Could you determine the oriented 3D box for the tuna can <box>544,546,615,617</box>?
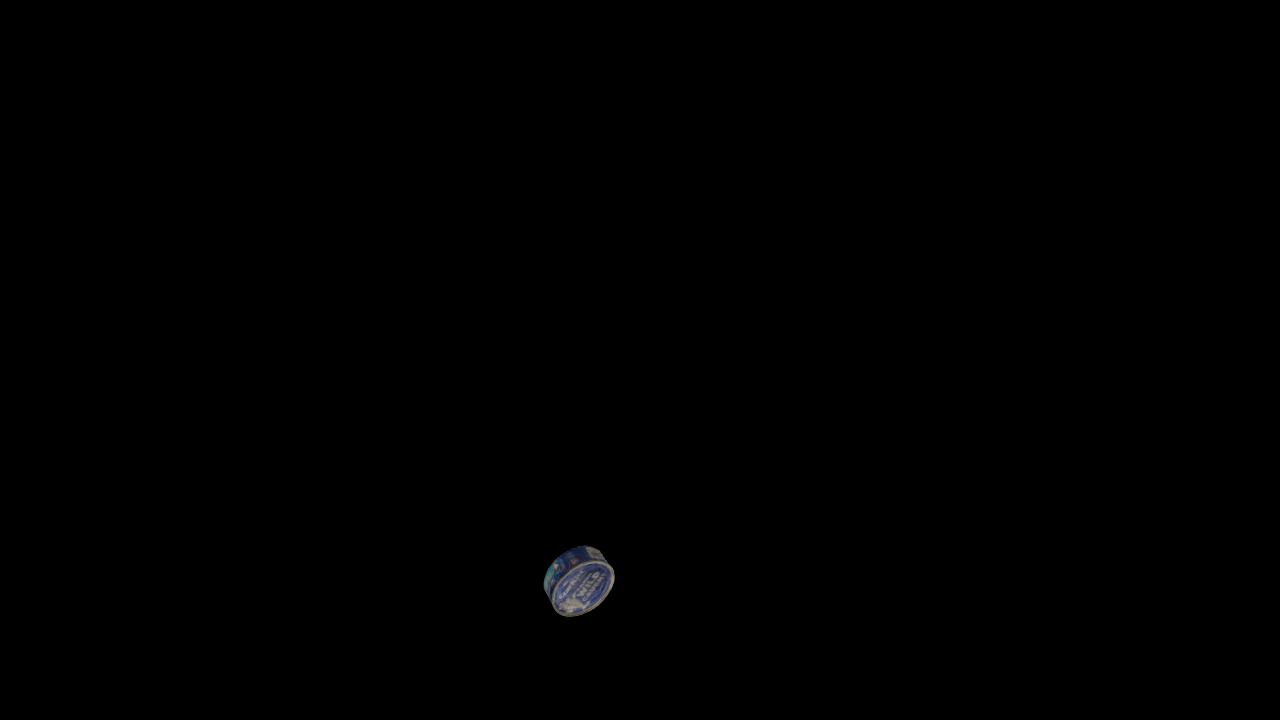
[{"bbox_3d":[-0.076,0.273,0.762,0.084,0.084,0.034,0,25,-33],"label":"tuna can"}]
